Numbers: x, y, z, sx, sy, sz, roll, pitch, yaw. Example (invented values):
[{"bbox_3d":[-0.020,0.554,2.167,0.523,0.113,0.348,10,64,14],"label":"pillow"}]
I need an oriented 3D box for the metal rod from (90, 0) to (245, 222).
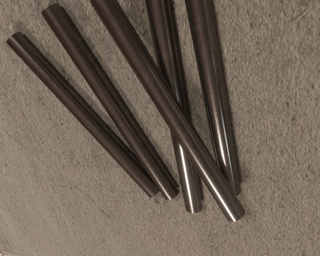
[{"bbox_3d":[0.017,-0.014,0.354,0.025,0.025,0.299,-23,107,36],"label":"metal rod"}]

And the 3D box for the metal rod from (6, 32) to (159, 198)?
[{"bbox_3d":[-0.105,-0.015,0.451,0.300,0.025,0.025,48,129,-7],"label":"metal rod"}]

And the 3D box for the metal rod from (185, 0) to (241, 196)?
[{"bbox_3d":[0.059,-0.048,0.345,0.025,0.025,0.298,-1,118,28],"label":"metal rod"}]

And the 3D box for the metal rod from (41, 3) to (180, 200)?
[{"bbox_3d":[-0.059,-0.025,0.420,0.025,0.025,0.299,-22,107,36],"label":"metal rod"}]

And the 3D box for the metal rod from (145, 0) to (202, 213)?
[{"bbox_3d":[0.022,-0.015,0.384,0.025,0.025,0.298,2,120,27],"label":"metal rod"}]
